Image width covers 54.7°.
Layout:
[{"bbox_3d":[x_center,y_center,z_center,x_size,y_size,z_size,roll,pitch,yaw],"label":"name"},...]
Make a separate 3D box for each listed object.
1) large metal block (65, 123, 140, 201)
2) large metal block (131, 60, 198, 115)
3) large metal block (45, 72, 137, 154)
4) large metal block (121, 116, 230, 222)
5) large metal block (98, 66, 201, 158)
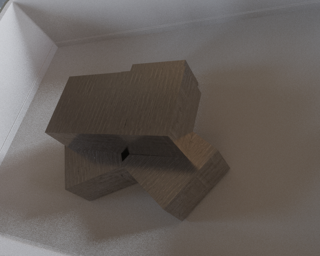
[{"bbox_3d":[-0.075,0.038,0.404,0.080,0.050,0.080,-23,53,14],"label":"large metal block"},{"bbox_3d":[-0.002,-0.041,0.414,0.080,0.050,0.080,2,62,29],"label":"large metal block"},{"bbox_3d":[-0.078,-0.018,0.375,0.080,0.050,0.080,1,62,28],"label":"large metal block"},{"bbox_3d":[0.017,0.043,0.351,0.080,0.050,0.080,-47,51,-5],"label":"large metal block"},{"bbox_3d":[-0.008,-0.017,0.336,0.080,0.050,0.080,1,62,28],"label":"large metal block"}]
